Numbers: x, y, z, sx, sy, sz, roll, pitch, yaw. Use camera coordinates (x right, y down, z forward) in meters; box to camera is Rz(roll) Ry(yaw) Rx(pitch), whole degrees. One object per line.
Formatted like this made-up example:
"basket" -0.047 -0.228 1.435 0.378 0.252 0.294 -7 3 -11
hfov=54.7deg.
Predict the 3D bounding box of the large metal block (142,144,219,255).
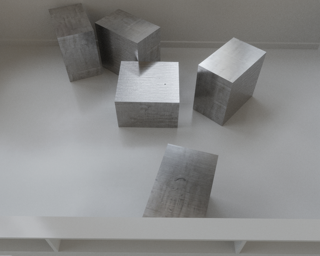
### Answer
"large metal block" 0.021 0.075 0.306 0.050 0.080 0.080 13 51 10

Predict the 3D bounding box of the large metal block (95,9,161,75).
"large metal block" -0.046 -0.121 0.471 0.080 0.080 0.050 31 57 23

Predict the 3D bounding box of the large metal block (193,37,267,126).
"large metal block" 0.093 -0.063 0.424 0.050 0.080 0.080 34 58 25

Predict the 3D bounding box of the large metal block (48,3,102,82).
"large metal block" -0.130 -0.132 0.478 0.050 0.080 0.080 -17 52 -14

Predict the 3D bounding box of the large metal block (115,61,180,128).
"large metal block" -0.015 -0.047 0.428 0.081 0.050 0.080 1 50 0
